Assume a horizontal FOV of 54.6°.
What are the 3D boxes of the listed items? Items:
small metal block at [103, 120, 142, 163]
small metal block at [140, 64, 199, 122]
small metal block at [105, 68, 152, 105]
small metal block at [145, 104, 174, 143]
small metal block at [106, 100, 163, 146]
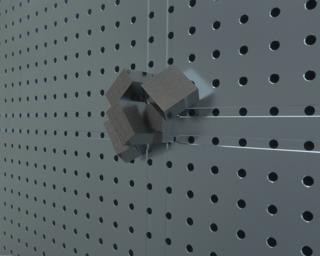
[{"bbox_3d":[-0.052,0.016,0.433,0.025,0.050,0.050,-26,69,-2],"label":"small metal block"},{"bbox_3d":[0.013,-0.044,0.382,0.050,0.025,0.050,-35,61,-9],"label":"small metal block"},{"bbox_3d":[-0.038,-0.052,0.426,0.050,0.050,0.025,-48,61,29],"label":"small metal block"},{"bbox_3d":[-0.009,-0.007,0.417,0.050,0.025,0.050,1,90,39],"label":"small metal block"},{"bbox_3d":[-0.032,-0.006,0.388,0.025,0.050,0.050,-43,65,31],"label":"small metal block"}]
